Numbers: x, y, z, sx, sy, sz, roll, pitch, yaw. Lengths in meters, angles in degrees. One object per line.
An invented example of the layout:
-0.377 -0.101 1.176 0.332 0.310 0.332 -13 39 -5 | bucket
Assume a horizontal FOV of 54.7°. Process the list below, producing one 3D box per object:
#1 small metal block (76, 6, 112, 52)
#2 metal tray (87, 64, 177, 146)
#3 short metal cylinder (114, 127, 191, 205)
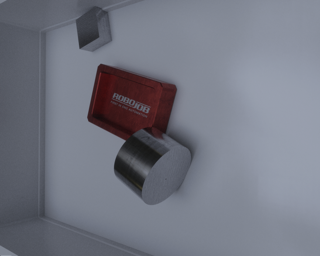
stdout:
-0.105 -0.155 0.491 0.050 0.025 0.050 -15 81 39 | small metal block
-0.045 -0.033 0.438 0.130 0.030 0.089 23 105 37 | metal tray
-0.008 0.045 0.376 0.050 0.081 0.079 33 110 35 | short metal cylinder
